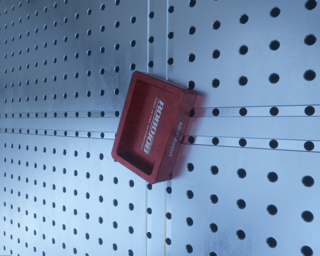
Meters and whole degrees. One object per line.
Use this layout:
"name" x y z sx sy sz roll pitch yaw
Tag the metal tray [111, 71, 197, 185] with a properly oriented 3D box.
"metal tray" -0.013 -0.002 0.417 0.090 0.030 0.129 27 107 36
